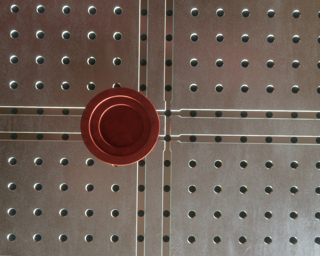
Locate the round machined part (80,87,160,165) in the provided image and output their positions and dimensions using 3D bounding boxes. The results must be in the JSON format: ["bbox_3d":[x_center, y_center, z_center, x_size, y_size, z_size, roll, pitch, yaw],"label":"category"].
[{"bbox_3d":[-0.050,-0.002,0.404,0.099,0.042,0.097,0,90,-1],"label":"round machined part"}]
